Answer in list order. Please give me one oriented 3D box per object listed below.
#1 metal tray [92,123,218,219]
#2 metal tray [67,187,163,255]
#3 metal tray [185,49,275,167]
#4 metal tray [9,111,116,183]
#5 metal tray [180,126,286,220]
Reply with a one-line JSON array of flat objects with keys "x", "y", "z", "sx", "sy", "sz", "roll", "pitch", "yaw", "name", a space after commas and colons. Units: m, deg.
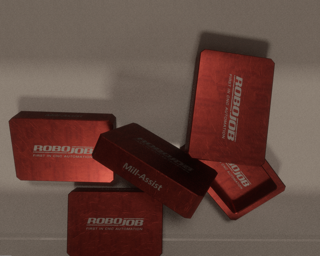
[{"x": -0.003, "y": 0.044, "z": 0.369, "sx": 0.130, "sy": 0.090, "sz": 0.030, "roll": 30, "pitch": 109, "yaw": 13, "name": "metal tray"}, {"x": -0.062, "y": 0.132, "z": 0.440, "sx": 0.131, "sy": 0.030, "sz": 0.089, "roll": 1, "pitch": 88, "yaw": -1, "name": "metal tray"}, {"x": 0.083, "y": -0.023, "z": 0.374, "sx": 0.091, "sy": 0.030, "sz": 0.129, "roll": 8, "pitch": 86, "yaw": -4, "name": "metal tray"}, {"x": -0.126, "y": 0.026, "z": 0.416, "sx": 0.131, "sy": 0.030, "sz": 0.089, "roll": 2, "pitch": 110, "yaw": -1, "name": "metal tray"}, {"x": 0.100, "y": 0.057, "z": 0.431, "sx": 0.090, "sy": 0.030, "sz": 0.130, "roll": -36, "pitch": 107, "yaw": 12, "name": "metal tray"}]
